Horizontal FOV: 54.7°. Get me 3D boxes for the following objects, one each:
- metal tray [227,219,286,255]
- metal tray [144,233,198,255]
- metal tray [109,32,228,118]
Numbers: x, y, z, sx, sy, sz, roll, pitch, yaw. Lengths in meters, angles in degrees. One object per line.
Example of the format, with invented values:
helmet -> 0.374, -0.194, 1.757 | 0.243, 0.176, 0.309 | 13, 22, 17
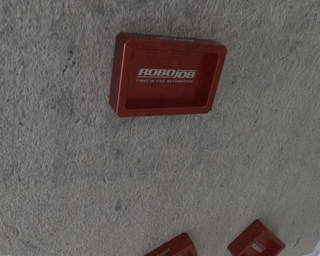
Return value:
metal tray -> 0.216, 0.262, 0.683 | 0.090, 0.030, 0.130 | -45, 129, 3
metal tray -> 0.007, 0.257, 0.566 | 0.131, 0.030, 0.090 | -27, 128, -12
metal tray -> 0.010, -0.061, 0.370 | 0.131, 0.030, 0.089 | -4, 120, -27
